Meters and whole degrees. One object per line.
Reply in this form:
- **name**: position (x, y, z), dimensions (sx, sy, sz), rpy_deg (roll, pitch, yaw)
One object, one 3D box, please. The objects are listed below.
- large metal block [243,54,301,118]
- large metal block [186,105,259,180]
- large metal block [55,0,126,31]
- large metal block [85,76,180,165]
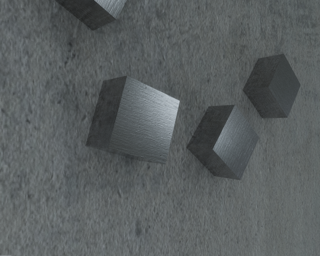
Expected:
- **large metal block**: position (0.205, -0.074, 0.564), dimensions (0.080, 0.050, 0.080), rpy_deg (46, 63, -31)
- **large metal block**: position (0.098, 0.022, 0.474), dimensions (0.080, 0.050, 0.080), rpy_deg (46, 63, -31)
- **large metal block**: position (-0.074, -0.166, 0.327), dimensions (0.080, 0.050, 0.080), rpy_deg (34, 69, -35)
- **large metal block**: position (-0.030, -0.007, 0.365), dimensions (0.080, 0.050, 0.080), rpy_deg (21, 77, -38)
